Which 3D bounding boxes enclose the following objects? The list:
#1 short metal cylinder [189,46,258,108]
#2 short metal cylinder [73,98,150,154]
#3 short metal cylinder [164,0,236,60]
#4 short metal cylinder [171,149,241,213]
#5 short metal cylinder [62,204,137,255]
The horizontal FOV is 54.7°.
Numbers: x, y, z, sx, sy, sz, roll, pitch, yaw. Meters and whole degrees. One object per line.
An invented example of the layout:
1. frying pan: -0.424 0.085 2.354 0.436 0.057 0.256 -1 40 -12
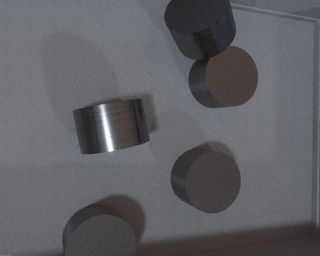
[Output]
1. short metal cylinder: 0.087 -0.068 0.431 0.081 0.050 0.079 0 90 -21
2. short metal cylinder: -0.056 -0.003 0.361 0.081 0.080 0.050 -12 94 -20
3. short metal cylinder: 0.052 -0.135 0.394 0.080 0.080 0.050 -58 147 -11
4. short metal cylinder: 0.061 0.070 0.421 0.081 0.050 0.079 0 90 -21
5. short metal cylinder: -0.074 0.137 0.371 0.081 0.050 0.079 0 90 -21
